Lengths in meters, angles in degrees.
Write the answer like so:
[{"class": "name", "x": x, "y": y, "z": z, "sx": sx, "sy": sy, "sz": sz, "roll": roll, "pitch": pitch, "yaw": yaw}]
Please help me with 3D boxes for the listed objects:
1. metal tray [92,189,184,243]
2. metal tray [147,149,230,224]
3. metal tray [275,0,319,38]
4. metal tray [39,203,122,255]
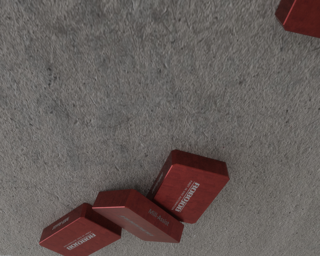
[{"class": "metal tray", "x": -0.034, "y": 0.146, "z": 0.507, "sx": 0.090, "sy": 0.030, "sz": 0.130, "roll": -15, "pitch": 133, "yaw": 42}, {"class": "metal tray", "x": 0.039, "y": 0.097, "z": 0.486, "sx": 0.091, "sy": 0.030, "sz": 0.129, "roll": 15, "pitch": 129, "yaw": -13}, {"class": "metal tray", "x": 0.177, "y": -0.147, "z": 0.281, "sx": 0.091, "sy": 0.030, "sz": 0.129, "roll": 9, "pitch": 130, "yaw": -8}, {"class": "metal tray", "x": -0.144, "y": 0.194, "z": 0.567, "sx": 0.130, "sy": 0.030, "sz": 0.090, "roll": -35, "pitch": 122, "yaw": 26}]
